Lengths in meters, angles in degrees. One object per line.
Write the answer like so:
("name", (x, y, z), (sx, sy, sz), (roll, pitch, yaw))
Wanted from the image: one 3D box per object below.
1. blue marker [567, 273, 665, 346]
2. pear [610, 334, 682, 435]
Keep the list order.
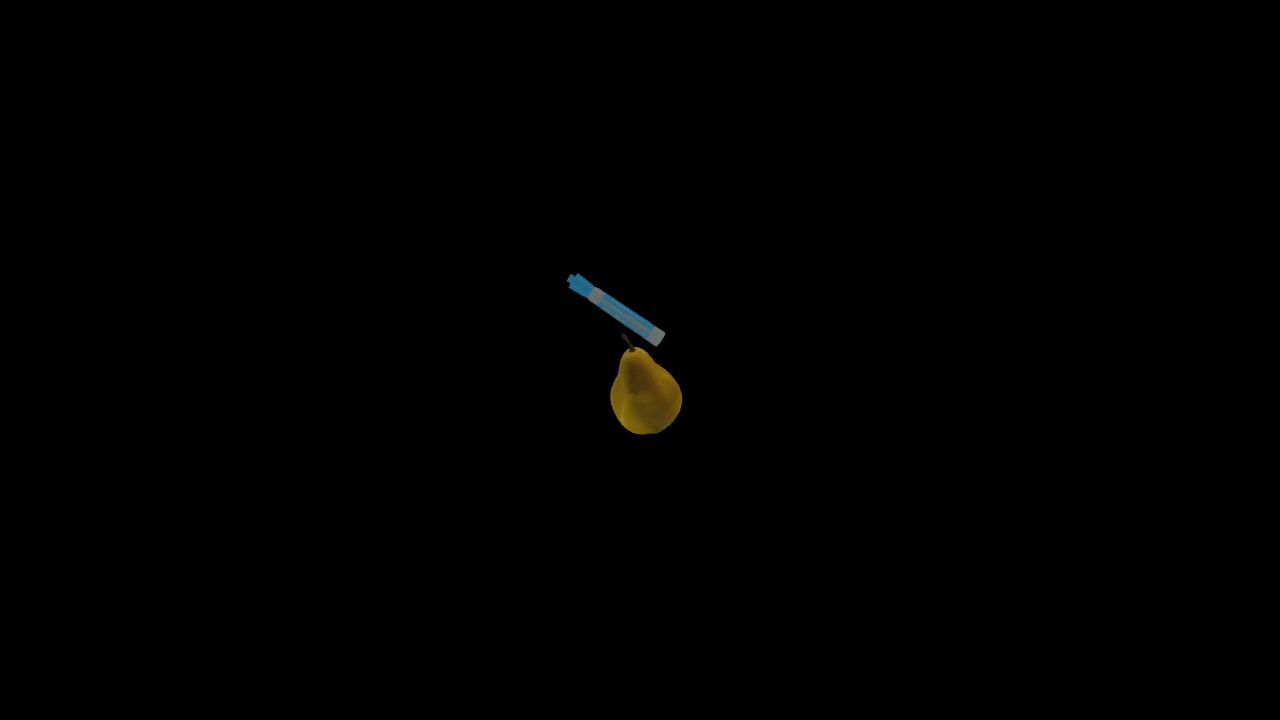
("blue marker", (-0.027, -0.055, 0.668), (0.121, 0.020, 0.020), (34, -5, -7))
("pear", (0.004, 0.023, 0.636), (0.080, 0.111, 0.080), (-4, 42, 4))
